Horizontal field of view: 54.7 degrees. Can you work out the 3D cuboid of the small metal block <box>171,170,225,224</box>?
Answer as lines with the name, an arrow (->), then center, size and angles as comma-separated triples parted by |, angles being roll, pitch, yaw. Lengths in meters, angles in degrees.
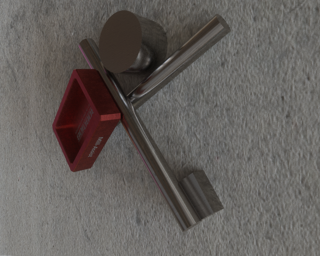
small metal block -> 0.040, 0.086, 0.371 | 0.050, 0.025, 0.050 | -41, 66, 32

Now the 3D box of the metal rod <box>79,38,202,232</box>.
metal rod -> -0.037, -0.008, 0.403 | 0.025, 0.025, 0.299 | -46, 63, 30

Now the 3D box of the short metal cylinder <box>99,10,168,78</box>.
short metal cylinder -> -0.037, -0.111, 0.417 | 0.080, 0.050, 0.079 | 0, 90, 39

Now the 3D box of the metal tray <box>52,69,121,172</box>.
metal tray -> -0.110, -0.009, 0.441 | 0.090, 0.030, 0.129 | 58, 135, 24

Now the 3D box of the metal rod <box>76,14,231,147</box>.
metal rod -> -0.029, -0.044, 0.429 | 0.299, 0.025, 0.025 | -36, 68, 33
